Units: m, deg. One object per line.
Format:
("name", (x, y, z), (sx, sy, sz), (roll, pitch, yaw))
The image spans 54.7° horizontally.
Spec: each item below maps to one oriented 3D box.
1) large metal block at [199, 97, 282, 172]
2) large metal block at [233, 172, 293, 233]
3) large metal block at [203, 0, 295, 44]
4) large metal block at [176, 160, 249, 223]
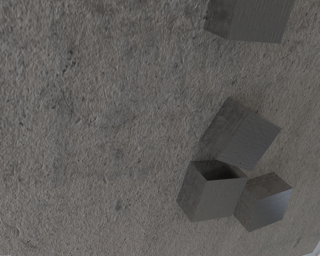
("large metal block", (0.119, 0.011, 0.462), (0.080, 0.050, 0.080), (21, 107, -36))
("large metal block", (0.190, 0.137, 0.579), (0.081, 0.050, 0.079), (-11, 123, -22))
("large metal block", (0.105, -0.146, 0.358), (0.081, 0.050, 0.079), (-4, 120, -27))
("large metal block", (0.082, 0.099, 0.497), (0.081, 0.050, 0.079), (1, 118, -29))
